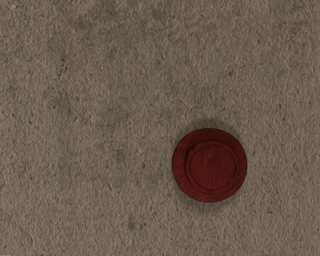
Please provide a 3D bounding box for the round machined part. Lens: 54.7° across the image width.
[{"bbox_3d":[0.065,0.049,0.402,0.099,0.042,0.097,0,90,-1],"label":"round machined part"}]
